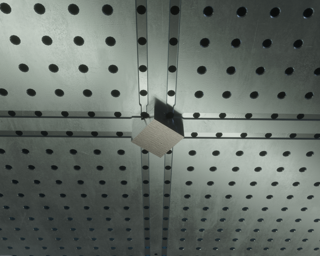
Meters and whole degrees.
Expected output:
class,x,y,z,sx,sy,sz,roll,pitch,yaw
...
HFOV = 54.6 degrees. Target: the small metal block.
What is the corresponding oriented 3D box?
class,x,y,z,sx,sy,sz,roll,pitch,yaw
small metal block,-0.003,0.007,0.417,0.050,0.025,0.050,31,124,-24
